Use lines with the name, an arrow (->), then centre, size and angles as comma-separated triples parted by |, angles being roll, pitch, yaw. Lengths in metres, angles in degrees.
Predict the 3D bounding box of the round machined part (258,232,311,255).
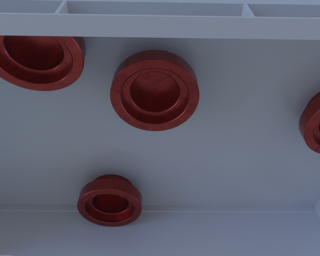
round machined part -> 0.250, 0.253, 0.618 | 0.099, 0.042, 0.097 | 0, 131, 0

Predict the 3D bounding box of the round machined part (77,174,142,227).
round machined part -> -0.077, 0.111, 0.492 | 0.099, 0.042, 0.097 | 0, 130, 0

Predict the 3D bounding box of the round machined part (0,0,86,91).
round machined part -> -0.125, -0.086, 0.314 | 0.099, 0.042, 0.098 | -2, 144, -1

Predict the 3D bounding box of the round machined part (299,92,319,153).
round machined part -> 0.224, -0.014, 0.388 | 0.099, 0.042, 0.097 | 0, 130, 0

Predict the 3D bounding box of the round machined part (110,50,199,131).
round machined part -> -0.006, -0.046, 0.358 | 0.099, 0.042, 0.097 | 0, 130, 0
